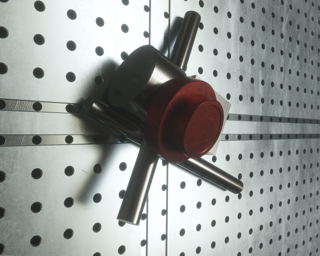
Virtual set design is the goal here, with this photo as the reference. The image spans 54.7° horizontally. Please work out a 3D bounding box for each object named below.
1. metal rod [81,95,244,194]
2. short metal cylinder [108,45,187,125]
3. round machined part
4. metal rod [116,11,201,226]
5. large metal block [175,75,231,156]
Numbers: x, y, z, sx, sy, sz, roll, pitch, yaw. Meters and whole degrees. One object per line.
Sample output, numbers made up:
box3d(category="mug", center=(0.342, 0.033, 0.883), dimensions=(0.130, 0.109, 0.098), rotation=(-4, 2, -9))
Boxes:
box3d(category="metal rod", center=(0.025, 0.037, 0.431), dimensions=(0.301, 0.025, 0.025), rotation=(31, 71, -36))
box3d(category="short metal cylinder", center=(-0.015, -0.049, 0.362), dimensions=(0.050, 0.080, 0.080), rotation=(32, 70, -36))
box3d(category="round machined part", center=(0.034, -0.005, 0.343), dimensions=(0.099, 0.042, 0.097), rotation=(-24, 127, -37))
box3d(category="metal rod", center=(0.006, -0.030, 0.391), dimensions=(0.025, 0.025, 0.300), rotation=(35, 61, -35))
box3d(category="large metal block", center=(0.045, -0.015, 0.428), dimensions=(0.080, 0.050, 0.080), rotation=(32, 70, -36))
